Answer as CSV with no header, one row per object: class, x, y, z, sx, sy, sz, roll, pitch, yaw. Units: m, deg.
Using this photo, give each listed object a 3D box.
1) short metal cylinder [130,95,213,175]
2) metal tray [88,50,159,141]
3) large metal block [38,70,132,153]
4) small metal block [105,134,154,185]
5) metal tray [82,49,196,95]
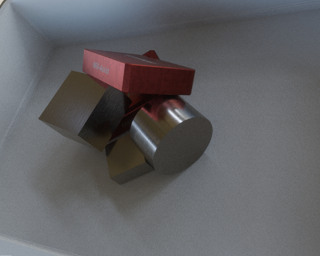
short metal cylinder,0.013,0.007,0.357,0.080,0.080,0.050,-43,51,-2
metal tray,-0.046,-0.047,0.451,0.130,0.030,0.090,-30,52,8
large metal block,-0.098,-0.024,0.411,0.080,0.050,0.080,18,71,34
small metal block,-0.040,0.038,0.400,0.050,0.025,0.050,-26,53,12
metal tray,-0.031,-0.071,0.383,0.130,0.091,0.030,31,117,52
